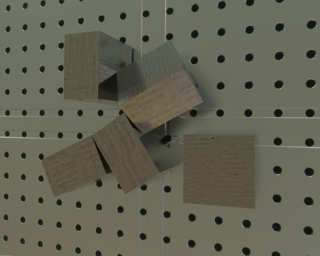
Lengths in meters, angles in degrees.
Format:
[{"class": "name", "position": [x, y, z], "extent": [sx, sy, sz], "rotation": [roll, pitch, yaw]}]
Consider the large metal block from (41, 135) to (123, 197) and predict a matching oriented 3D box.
[{"class": "large metal block", "position": [-0.093, 0.047, 0.415], "extent": [0.080, 0.080, 0.050], "rotation": [-25, 82, 18]}]

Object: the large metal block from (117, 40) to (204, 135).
[{"class": "large metal block", "position": [-0.003, -0.051, 0.374], "extent": [0.080, 0.050, 0.080], "rotation": [-29, 36, 12]}]

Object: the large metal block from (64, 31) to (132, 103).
[{"class": "large metal block", "position": [-0.079, -0.075, 0.409], "extent": [0.050, 0.080, 0.079], "rotation": [1, 91, 23]}]

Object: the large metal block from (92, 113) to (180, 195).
[{"class": "large metal block", "position": [-0.027, 0.029, 0.392], "extent": [0.050, 0.080, 0.080], "rotation": [-35, 79, 17]}]

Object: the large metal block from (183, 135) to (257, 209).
[{"class": "large metal block", "position": [0.074, 0.048, 0.373], "extent": [0.080, 0.050, 0.079], "rotation": [0, 90, 19]}]
